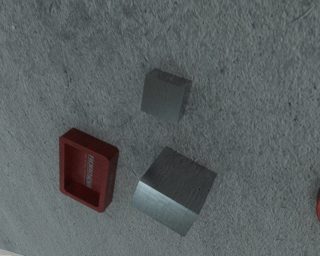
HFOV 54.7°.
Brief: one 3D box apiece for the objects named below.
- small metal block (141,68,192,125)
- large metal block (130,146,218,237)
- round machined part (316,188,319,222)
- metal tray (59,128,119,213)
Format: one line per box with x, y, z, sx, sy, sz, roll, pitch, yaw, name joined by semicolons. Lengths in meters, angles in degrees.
0.007;-0.039;0.379;0.050;0.025;0.050;22;127;15;small metal block
0.020;0.081;0.411;0.080;0.080;0.050;29;128;10;large metal block
0.225;0.096;0.337;0.098;0.042;0.097;13;124;21;round machined part
-0.120;0.072;0.511;0.090;0.030;0.129;23;127;14;metal tray
